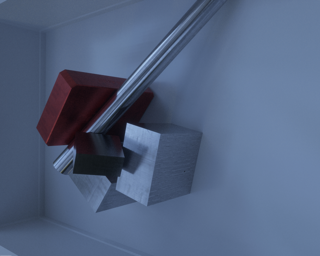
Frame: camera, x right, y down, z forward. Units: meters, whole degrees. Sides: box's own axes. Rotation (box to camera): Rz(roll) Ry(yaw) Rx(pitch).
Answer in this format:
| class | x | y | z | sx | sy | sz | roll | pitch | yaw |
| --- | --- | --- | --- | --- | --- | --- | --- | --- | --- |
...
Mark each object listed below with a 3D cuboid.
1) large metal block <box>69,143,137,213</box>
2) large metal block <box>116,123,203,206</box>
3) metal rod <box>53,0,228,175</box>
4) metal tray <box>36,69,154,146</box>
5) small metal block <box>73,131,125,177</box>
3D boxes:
| class | x | y | z | sx | sy | sz | roll | pitch | yaw |
| --- | --- | --- | --- | --- | --- | --- | --- | --- | --- |
| large metal block | -0.068 | 0.061 | 0.425 | 0.080 | 0.081 | 0.050 | 44 | 116 | 31 |
| large metal block | 0.000 | 0.039 | 0.368 | 0.050 | 0.081 | 0.079 | 17 | 101 | 38 |
| metal rod | -0.022 | -0.057 | 0.363 | 0.299 | 0.025 | 0.025 | -47 | 61 | 10 |
| metal tray | -0.079 | -0.022 | 0.399 | 0.030 | 0.131 | 0.089 | 48 | 120 | 30 |
| small metal block | -0.070 | 0.029 | 0.348 | 0.050 | 0.050 | 0.025 | -119 | 40 | -60 |
